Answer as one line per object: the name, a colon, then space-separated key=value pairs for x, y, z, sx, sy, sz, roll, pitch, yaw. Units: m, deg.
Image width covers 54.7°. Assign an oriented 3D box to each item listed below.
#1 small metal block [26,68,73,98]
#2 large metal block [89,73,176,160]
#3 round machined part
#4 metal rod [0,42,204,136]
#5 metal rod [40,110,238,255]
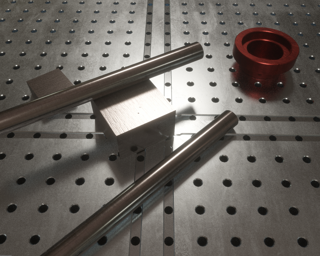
small metal block: x=-0.157 y=-0.056 z=0.452 sx=0.050 sy=0.025 sz=0.050 roll=-30 pitch=57 yaw=-24
large metal block: x=-0.036 y=-0.017 z=0.405 sx=0.081 sy=0.050 sz=0.080 roll=-24 pitch=55 yaw=-20
round machined part: x=0.166 y=-0.116 z=0.496 sx=0.099 sy=0.042 sz=0.098 roll=0 pitch=50 yaw=0
metal rod: x=-0.076 y=-0.050 z=0.383 sx=0.302 sy=0.025 sz=0.025 roll=-24 pitch=54 yaw=-19
metal rod: x=-0.014 y=0.065 z=0.352 sx=0.302 sy=0.025 sz=0.025 roll=-36 pitch=59 yaw=-27
